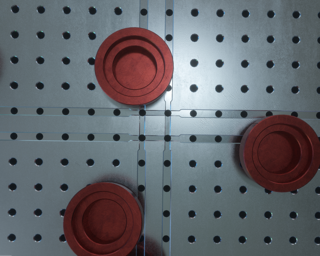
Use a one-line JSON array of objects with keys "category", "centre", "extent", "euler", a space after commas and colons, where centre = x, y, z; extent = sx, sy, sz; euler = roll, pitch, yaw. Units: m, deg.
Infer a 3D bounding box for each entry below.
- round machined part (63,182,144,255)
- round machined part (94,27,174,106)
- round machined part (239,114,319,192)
[{"category": "round machined part", "centre": [-0.069, 0.119, 0.399], "extent": [0.099, 0.042, 0.097], "euler": [-1, 81, 4]}, {"category": "round machined part", "centre": [-0.032, -0.077, 0.404], "extent": [0.099, 0.042, 0.097], "euler": [0, 90, -1]}, {"category": "round machined part", "centre": [0.153, 0.032, 0.407], "extent": [0.099, 0.042, 0.097], "euler": [0, 90, -1]}]
